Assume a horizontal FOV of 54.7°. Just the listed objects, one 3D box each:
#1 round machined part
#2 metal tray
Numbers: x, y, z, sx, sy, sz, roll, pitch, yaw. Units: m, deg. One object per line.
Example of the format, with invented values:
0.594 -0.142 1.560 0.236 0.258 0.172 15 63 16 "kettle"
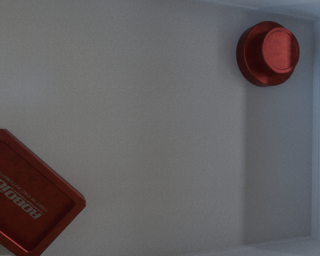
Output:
0.168 -0.112 0.465 0.099 0.042 0.097 0 90 -21 "round machined part"
-0.162 0.075 0.348 0.130 0.030 0.090 46 75 -15 "metal tray"
